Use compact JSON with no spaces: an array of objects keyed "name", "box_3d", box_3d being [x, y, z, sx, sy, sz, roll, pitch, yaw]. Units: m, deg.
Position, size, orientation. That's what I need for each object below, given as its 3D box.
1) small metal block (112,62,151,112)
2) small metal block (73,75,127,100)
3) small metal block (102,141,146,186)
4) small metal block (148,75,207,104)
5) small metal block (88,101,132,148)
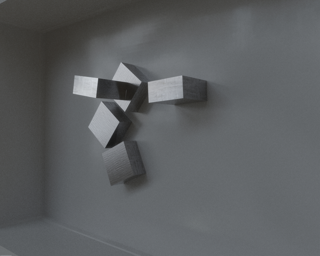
[{"name":"small metal block","box_3d":[-0.044,-0.057,0.441,0.050,0.025,0.050,46,117,30]},{"name":"small metal block","box_3d":[-0.082,-0.055,0.423,0.050,0.050,0.025,13,99,39]},{"name":"small metal block","box_3d":[-0.053,0.051,0.448,0.050,0.025,0.050,-29,72,36]},{"name":"small metal block","box_3d":[0.022,-0.044,0.371,0.050,0.050,0.025,-4,88,39]},{"name":"small metal block","box_3d":[-0.076,-0.005,0.467,0.050,0.025,0.050,46,117,29]}]
